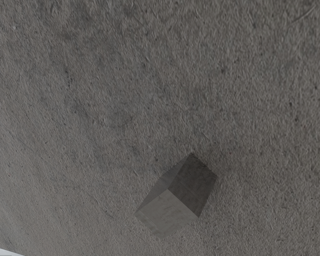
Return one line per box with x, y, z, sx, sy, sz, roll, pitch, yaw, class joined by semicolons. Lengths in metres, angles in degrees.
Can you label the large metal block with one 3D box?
0.022;0.090;0.416;0.050;0.080;0.080;43;129;-2;large metal block
